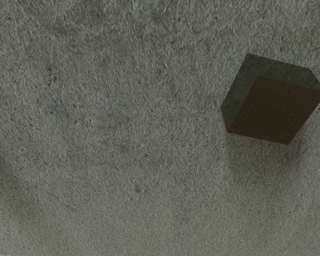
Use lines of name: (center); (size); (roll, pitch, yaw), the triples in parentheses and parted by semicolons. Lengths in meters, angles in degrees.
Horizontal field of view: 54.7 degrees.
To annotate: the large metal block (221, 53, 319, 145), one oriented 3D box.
large metal block: (0.128, -0.032, 0.364); (0.081, 0.050, 0.079); (11, 129, -10)
